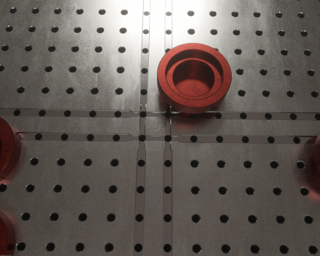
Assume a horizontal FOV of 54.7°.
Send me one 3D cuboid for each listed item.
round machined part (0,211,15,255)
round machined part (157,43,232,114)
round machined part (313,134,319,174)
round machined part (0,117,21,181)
[{"bbox_3d":[-0.223,0.136,0.350,0.099,0.042,0.098,0,70,-1],"label":"round machined part"},{"bbox_3d":[0.045,-0.064,0.427,0.099,0.042,0.098,0,70,-1],"label":"round machined part"},{"bbox_3d":[0.243,0.039,0.392,0.099,0.042,0.098,0,70,-1],"label":"round machined part"},{"bbox_3d":[-0.234,0.025,0.391,0.099,0.042,0.098,0,70,-1],"label":"round machined part"}]
